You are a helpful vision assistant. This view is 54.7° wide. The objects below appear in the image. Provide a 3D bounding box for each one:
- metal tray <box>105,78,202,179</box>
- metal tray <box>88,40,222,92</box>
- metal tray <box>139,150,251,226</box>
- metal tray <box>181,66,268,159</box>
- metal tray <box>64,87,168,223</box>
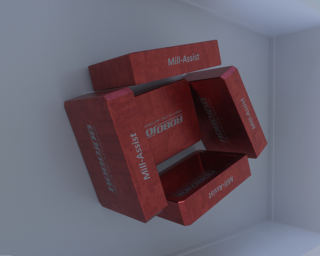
[{"bbox_3d":[-0.008,-0.004,0.395,0.131,0.030,0.089,-25,106,-37],"label":"metal tray"},{"bbox_3d":[-0.004,-0.073,0.360,0.131,0.090,0.030,-20,103,-38],"label":"metal tray"},{"bbox_3d":[0.044,0.070,0.401,0.131,0.090,0.030,-26,107,-37],"label":"metal tray"},{"bbox_3d":[0.086,-0.019,0.437,0.030,0.090,0.130,-44,117,-31],"label":"metal tray"},{"bbox_3d":[-0.048,0.027,0.323,0.030,0.090,0.129,-27,107,-37],"label":"metal tray"}]
